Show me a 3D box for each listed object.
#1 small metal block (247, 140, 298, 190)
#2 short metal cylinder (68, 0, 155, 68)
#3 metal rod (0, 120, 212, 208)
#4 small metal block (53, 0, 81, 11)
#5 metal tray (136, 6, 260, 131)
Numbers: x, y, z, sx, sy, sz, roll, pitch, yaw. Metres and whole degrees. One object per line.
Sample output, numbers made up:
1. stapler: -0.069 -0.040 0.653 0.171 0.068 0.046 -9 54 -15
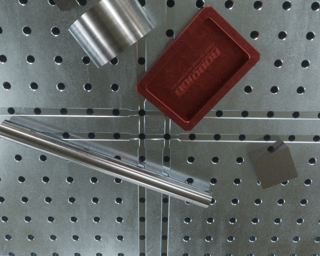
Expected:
1. small metal block: 0.158 0.051 0.435 0.050 0.025 0.050 -23 109 7
2. short metal cylinder: -0.052 -0.110 0.343 0.080 0.080 0.050 -33 107 11
3. metal rod: -0.069 0.053 0.431 0.302 0.025 0.025 20 109 -8
4. small metal block: -0.106 -0.169 0.350 0.050 0.025 0.050 -34 107 11
5. metal tray: 0.045 -0.071 0.385 0.090 0.030 0.130 39 105 -14
